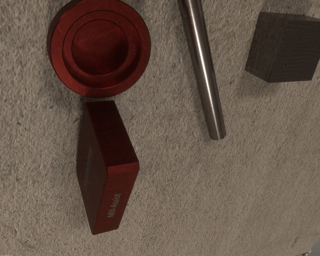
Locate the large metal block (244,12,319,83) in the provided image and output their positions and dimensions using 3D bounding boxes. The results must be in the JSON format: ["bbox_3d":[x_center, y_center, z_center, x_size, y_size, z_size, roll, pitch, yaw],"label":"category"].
[{"bbox_3d":[0.172,-0.109,0.419,0.081,0.050,0.079,-7,122,-25],"label":"large metal block"}]

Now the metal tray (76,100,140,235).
[{"bbox_3d":[-0.062,0.045,0.335,0.030,0.090,0.129,-7,141,-25],"label":"metal tray"}]

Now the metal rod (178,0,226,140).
[{"bbox_3d":[0.046,-0.101,0.370,0.025,0.025,0.299,-28,129,-11],"label":"metal rod"}]

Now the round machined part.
[{"bbox_3d":[-0.062,-0.083,0.311,0.099,0.042,0.097,-14,125,-21],"label":"round machined part"}]
